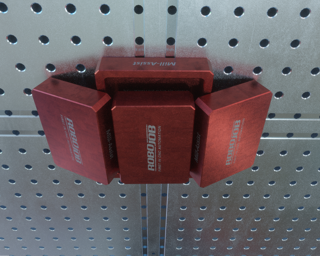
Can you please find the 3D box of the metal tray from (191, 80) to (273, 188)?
[{"bbox_3d":[0.086,0.011,0.394,0.091,0.030,0.129,-19,134,-21],"label":"metal tray"}]

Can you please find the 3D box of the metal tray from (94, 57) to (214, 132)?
[{"bbox_3d":[-0.007,-0.038,0.375,0.131,0.030,0.089,0,131,-1],"label":"metal tray"}]

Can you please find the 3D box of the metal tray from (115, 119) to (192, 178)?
[{"bbox_3d":[-0.006,0.030,0.435,0.131,0.030,0.089,0,131,-1],"label":"metal tray"}]

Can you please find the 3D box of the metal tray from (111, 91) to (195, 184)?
[{"bbox_3d":[-0.007,0.016,0.382,0.091,0.030,0.129,0,130,0],"label":"metal tray"}]

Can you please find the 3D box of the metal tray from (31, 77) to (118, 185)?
[{"bbox_3d":[-0.101,0.007,0.389,0.090,0.030,0.129,17,134,19],"label":"metal tray"}]
